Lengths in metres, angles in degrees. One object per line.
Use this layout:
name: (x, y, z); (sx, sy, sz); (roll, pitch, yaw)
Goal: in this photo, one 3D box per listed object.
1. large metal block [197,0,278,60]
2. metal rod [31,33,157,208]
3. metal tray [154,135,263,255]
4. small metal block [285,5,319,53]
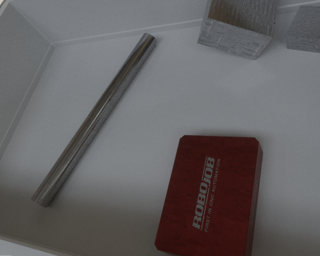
large metal block: (0.100, -0.145, 0.400); (0.080, 0.050, 0.080); (16, 68, -3)
metal rod: (-0.091, -0.021, 0.464); (0.025, 0.025, 0.300); (21, 72, 35)
metal tray: (0.054, 0.072, 0.329); (0.090, 0.030, 0.130); (1, 62, 28)
small metal block: (0.190, -0.122, 0.380); (0.050, 0.025, 0.050); (20, 72, 35)
